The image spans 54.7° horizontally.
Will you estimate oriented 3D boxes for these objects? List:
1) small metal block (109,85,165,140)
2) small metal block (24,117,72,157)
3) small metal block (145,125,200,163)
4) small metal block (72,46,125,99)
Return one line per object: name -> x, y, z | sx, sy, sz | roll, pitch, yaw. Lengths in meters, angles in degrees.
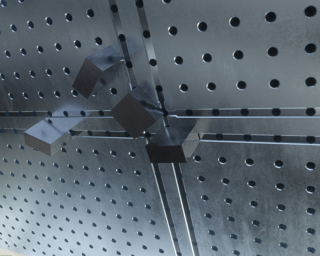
small metal block -> -0.031, -0.020, 0.414 | 0.050, 0.025, 0.050 | 47, 129, -6
small metal block -> -0.178, 0.013, 0.494 | 0.050, 0.050, 0.025 | 22, 127, 14
small metal block -> 0.017, 0.021, 0.398 | 0.050, 0.050, 0.025 | -4, 117, 30
small metal block -> -0.078, -0.071, 0.391 | 0.025, 0.050, 0.050 | 41, 129, 0
